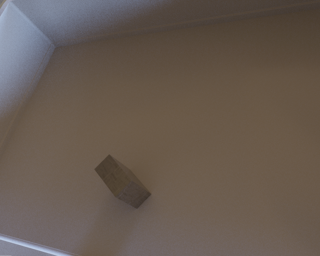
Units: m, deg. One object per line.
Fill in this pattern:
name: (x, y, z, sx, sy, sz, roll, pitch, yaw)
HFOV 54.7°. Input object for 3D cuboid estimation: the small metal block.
small metal block: (-0.044, 0.065, 0.372, 0.025, 0.050, 0.050, -46, 51, -3)
